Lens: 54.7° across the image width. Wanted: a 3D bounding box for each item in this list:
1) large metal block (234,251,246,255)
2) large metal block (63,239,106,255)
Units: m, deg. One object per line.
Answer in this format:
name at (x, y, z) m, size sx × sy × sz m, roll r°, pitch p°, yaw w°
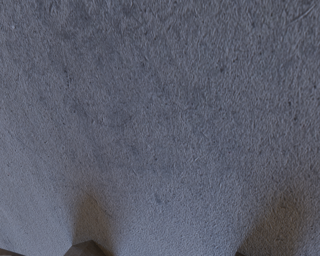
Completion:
large metal block at (0.139, 0.248, 0.471) m, size 0.080 × 0.050 × 0.079 m, roll 21°, pitch 126°, yaw 16°
large metal block at (-0.155, 0.289, 0.651) m, size 0.080 × 0.050 × 0.080 m, roll -29°, pitch 102°, yaw 37°
